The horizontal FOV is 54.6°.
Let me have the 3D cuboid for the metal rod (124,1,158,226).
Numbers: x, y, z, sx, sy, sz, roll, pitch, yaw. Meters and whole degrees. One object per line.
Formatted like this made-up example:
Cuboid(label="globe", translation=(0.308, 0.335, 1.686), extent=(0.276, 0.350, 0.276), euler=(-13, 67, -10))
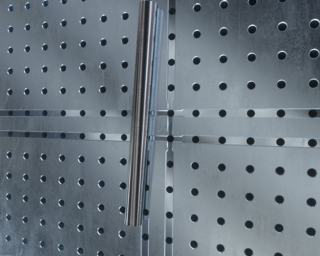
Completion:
Cuboid(label="metal rod", translation=(-0.026, -0.018, 0.422), extent=(0.025, 0.025, 0.298), euler=(5, 92, 20))
